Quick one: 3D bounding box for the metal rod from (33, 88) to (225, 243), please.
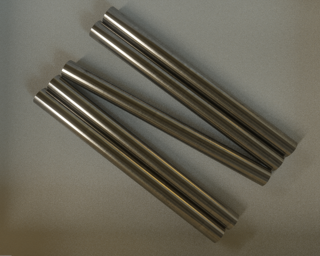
[{"bbox_3d":[-0.040,0.049,0.410,0.300,0.025,0.025,38,90,0],"label":"metal rod"}]

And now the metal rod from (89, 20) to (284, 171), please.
[{"bbox_3d":[0.036,-0.042,0.410,0.301,0.025,0.025,36,90,0],"label":"metal rod"}]

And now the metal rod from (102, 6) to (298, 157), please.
[{"bbox_3d":[0.053,-0.061,0.410,0.301,0.025,0.025,36,90,0],"label":"metal rod"}]

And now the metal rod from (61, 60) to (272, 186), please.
[{"bbox_3d":[0.009,-0.006,0.410,0.301,0.025,0.025,29,90,0],"label":"metal rod"}]

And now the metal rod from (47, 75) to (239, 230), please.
[{"bbox_3d":[-0.022,0.032,0.410,0.300,0.025,0.025,38,90,0],"label":"metal rod"}]
